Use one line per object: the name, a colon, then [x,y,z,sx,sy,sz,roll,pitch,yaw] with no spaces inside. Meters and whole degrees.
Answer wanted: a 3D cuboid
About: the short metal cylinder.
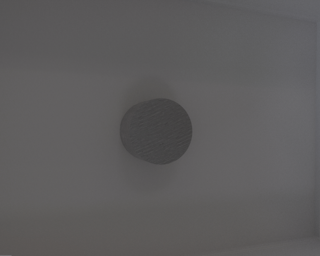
short metal cylinder: [-0.006,0.004,0.395,0.081,0.050,0.080,0,90,-20]
